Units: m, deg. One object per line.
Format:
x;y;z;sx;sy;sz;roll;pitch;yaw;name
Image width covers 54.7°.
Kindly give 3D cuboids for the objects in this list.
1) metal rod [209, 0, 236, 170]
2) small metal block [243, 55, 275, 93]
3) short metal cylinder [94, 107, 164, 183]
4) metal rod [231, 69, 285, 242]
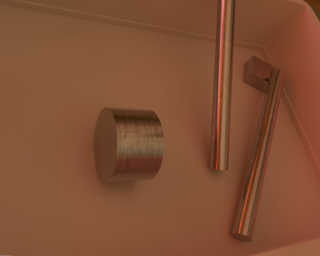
0.089;-0.092;0.431;0.025;0.025;0.298;6;85;-26;metal rod
0.182;-0.098;0.566;0.050;0.025;0.050;25;53;-13;small metal block
-0.037;0.018;0.341;0.050;0.080;0.080;2;61;-28;short metal cylinder
0.153;0.020;0.461;0.025;0.025;0.300;31;57;-9;metal rod
